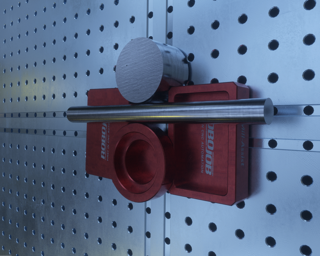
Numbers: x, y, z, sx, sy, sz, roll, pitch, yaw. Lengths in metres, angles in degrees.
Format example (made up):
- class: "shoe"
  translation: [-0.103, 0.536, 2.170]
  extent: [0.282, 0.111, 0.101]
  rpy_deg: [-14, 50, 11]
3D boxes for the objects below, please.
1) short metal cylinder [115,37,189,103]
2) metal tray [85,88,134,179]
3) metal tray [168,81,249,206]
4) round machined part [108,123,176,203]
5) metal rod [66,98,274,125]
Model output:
- class: "short metal cylinder"
  translation: [-0.011, -0.071, 0.397]
  extent: [0.080, 0.050, 0.079]
  rpy_deg: [0, 90, 40]
- class: "metal tray"
  translation: [-0.069, 0.007, 0.456]
  extent: [0.090, 0.030, 0.129]
  rpy_deg: [4, 92, 40]
- class: "metal tray"
  translation: [0.053, 0.016, 0.357]
  extent: [0.090, 0.030, 0.129]
  rpy_deg: [1, 91, 40]
- class: "round machined part"
  translation: [-0.018, 0.043, 0.396]
  extent: [0.098, 0.042, 0.097]
  rpy_deg: [0, 90, 40]
- class: "metal rod"
  translation: [-0.016, -0.018, 0.378]
  extent: [0.300, 0.025, 0.025]
  rpy_deg: [1, 91, 39]
